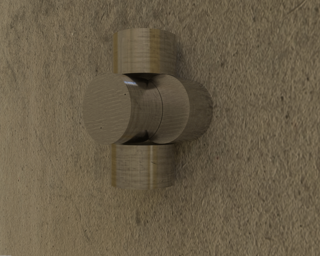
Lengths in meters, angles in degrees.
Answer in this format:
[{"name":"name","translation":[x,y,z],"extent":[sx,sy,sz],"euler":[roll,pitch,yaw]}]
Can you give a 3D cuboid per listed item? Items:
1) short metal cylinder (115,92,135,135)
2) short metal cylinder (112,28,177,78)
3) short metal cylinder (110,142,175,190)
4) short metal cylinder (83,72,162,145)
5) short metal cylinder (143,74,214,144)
[{"name":"short metal cylinder","translation":[-0.045,-0.022,0.425],"extent":[0.080,0.050,0.079],"euler":[0,90,39]},{"name":"short metal cylinder","translation":[-0.019,-0.087,0.385],"extent":[0.080,0.081,0.050],"euler":[0,90,39]},{"name":"short metal cylinder","translation":[-0.022,0.044,0.387],"extent":[0.080,0.081,0.050],"euler":[1,91,39]},{"name":"short metal cylinder","translation":[-0.044,-0.022,0.359],"extent":[0.080,0.050,0.079],"euler":[0,90,39]},{"name":"short metal cylinder","translation":[0.017,-0.022,0.374],"extent":[0.080,0.050,0.079],"euler":[0,90,39]}]
